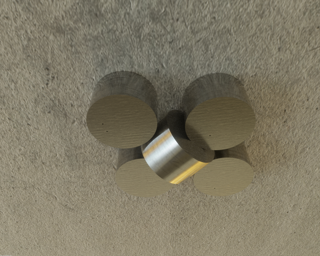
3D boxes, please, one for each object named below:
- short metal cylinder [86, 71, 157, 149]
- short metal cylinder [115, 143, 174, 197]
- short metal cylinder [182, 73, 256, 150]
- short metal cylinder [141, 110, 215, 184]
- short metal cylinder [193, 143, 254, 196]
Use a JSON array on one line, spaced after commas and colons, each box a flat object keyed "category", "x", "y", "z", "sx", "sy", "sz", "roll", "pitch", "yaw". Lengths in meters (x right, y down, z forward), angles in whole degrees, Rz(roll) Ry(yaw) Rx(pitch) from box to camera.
[{"category": "short metal cylinder", "x": -0.043, "y": -0.021, "z": 0.372, "sx": 0.081, "sy": 0.050, "sz": 0.079, "roll": 0, "pitch": 130, "yaw": 0}, {"category": "short metal cylinder", "x": -0.020, "y": 0.053, "z": 0.435, "sx": 0.081, "sy": 0.050, "sz": 0.079, "roll": 0, "pitch": 130, "yaw": 0}, {"category": "short metal cylinder", "x": 0.069, "y": -0.019, "z": 0.375, "sx": 0.081, "sy": 0.050, "sz": 0.079, "roll": 0, "pitch": 130, "yaw": 0}, {"category": "short metal cylinder", "x": 0.023, "y": 0.024, "z": 0.393, "sx": 0.080, "sy": 0.080, "sz": 0.050, "roll": 32, "pitch": 123, "yaw": -25}, {"category": "short metal cylinder", "x": 0.085, "y": 0.051, "z": 0.436, "sx": 0.081, "sy": 0.050, "sz": 0.079, "roll": 0, "pitch": 130, "yaw": 0}]
